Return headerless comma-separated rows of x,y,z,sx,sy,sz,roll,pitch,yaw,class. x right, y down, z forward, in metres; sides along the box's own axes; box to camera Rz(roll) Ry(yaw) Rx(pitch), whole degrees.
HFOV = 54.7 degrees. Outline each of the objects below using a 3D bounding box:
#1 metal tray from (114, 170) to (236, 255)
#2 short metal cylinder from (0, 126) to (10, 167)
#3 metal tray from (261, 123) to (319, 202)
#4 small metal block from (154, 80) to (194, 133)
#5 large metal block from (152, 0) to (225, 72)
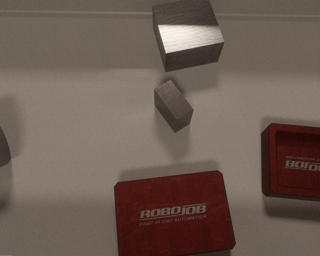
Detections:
0.015,0.104,0.369,0.131,0.030,0.090,-6,70,-3,metal tray
-0.225,0.018,0.371,0.050,0.080,0.080,-23,72,-8,short metal cylinder
0.199,0.046,0.392,0.131,0.030,0.090,5,70,1,metal tray
0.017,-0.027,0.407,0.025,0.050,0.050,-32,74,-11,small metal block
0.038,-0.135,0.446,0.081,0.050,0.080,-12,71,-5,large metal block
